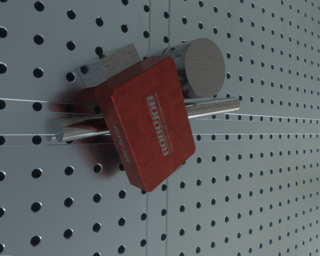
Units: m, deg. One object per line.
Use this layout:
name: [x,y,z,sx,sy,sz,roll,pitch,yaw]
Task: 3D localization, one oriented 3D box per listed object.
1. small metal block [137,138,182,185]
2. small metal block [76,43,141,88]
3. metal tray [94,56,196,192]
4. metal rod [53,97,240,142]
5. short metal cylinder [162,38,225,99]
small metal block: [-0.003,0.040,0.407,0.050,0.025,0.050,-30,109,-36]
small metal block: [-0.057,-0.069,0.346,0.050,0.050,0.025,-39,114,-33]
metal tray: [-0.010,-0.005,0.349,0.091,0.030,0.129,-37,124,-33]
metal rod: [0.009,-0.018,0.419,0.302,0.025,0.025,-10,97,-40]
short metal cylinder: [0.046,-0.081,0.433,0.081,0.050,0.079,0,90,-40]
